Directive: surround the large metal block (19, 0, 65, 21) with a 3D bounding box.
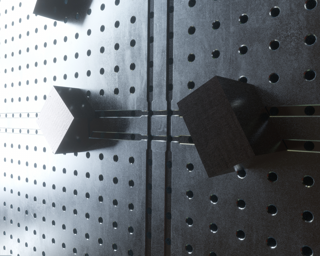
[{"bbox_3d":[-0.216,-0.259,0.574,0.080,0.050,0.080,44,116,31],"label":"large metal block"}]

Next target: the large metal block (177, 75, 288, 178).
[{"bbox_3d":[0.074,-0.001,0.313,0.050,0.081,0.080,-34,69,35],"label":"large metal block"}]

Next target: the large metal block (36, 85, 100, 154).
[{"bbox_3d":[-0.157,-0.014,0.525,0.080,0.050,0.080,50,120,28],"label":"large metal block"}]
